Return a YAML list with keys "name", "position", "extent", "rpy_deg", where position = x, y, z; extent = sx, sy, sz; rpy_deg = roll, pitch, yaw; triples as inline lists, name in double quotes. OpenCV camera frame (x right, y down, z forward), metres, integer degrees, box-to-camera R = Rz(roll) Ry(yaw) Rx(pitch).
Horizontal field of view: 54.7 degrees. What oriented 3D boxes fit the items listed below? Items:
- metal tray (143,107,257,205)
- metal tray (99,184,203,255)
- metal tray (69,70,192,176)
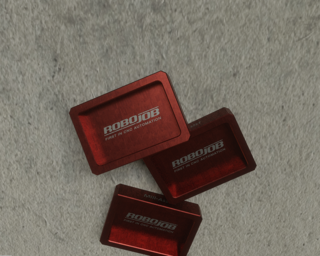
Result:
- name: "metal tray"
  position: [0.052, 0.040, 0.422]
  extent: [0.130, 0.030, 0.090]
  rpy_deg: [-26, 109, 8]
- name: "metal tray"
  position: [-0.014, 0.142, 0.459]
  extent: [0.131, 0.030, 0.089]
  rpy_deg: [16, 109, -7]
- name: "metal tray"
  position: [-0.036, -0.005, 0.387]
  extent: [0.130, 0.030, 0.090]
  rpy_deg: [-21, 89, 8]
